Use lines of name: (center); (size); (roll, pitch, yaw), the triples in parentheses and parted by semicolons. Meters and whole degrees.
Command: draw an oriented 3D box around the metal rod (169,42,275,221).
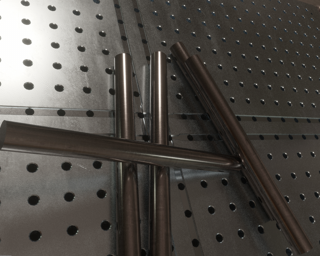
metal rod: (0.095, -0.005, 0.464); (0.025, 0.025, 0.299); (-17, 71, -35)

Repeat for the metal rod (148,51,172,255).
metal rod: (-0.001, 0.020, 0.396); (0.025, 0.025, 0.299); (13, 56, -22)

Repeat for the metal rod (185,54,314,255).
metal rod: (0.114, 0.025, 0.427); (0.025, 0.025, 0.299); (-16, 71, -35)

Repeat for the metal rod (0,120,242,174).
metal rod: (-0.011, 0.029, 0.343); (0.302, 0.025, 0.025); (11, 56, -38)

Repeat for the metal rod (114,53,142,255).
metal rod: (-0.040, 0.033, 0.367); (0.025, 0.025, 0.299); (9, 58, -24)
